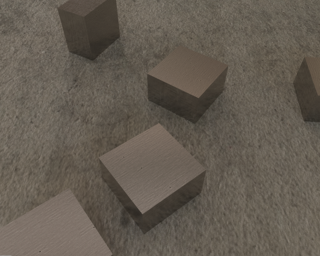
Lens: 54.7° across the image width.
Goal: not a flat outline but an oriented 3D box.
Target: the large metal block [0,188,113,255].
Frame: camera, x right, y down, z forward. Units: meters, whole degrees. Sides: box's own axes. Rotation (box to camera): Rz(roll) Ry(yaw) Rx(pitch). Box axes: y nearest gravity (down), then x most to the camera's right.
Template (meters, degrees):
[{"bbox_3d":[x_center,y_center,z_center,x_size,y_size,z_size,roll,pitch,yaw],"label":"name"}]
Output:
[{"bbox_3d":[-0.097,0.118,0.287,0.081,0.050,0.080,-30,57,-23],"label":"large metal block"}]

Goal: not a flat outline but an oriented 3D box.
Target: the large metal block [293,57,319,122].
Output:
[{"bbox_3d":[0.244,-0.053,0.435,0.080,0.050,0.080,4,50,3],"label":"large metal block"}]

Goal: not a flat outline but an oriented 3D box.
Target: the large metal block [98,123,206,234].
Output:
[{"bbox_3d":[-0.009,0.053,0.342,0.081,0.050,0.080,-30,57,-23],"label":"large metal block"}]

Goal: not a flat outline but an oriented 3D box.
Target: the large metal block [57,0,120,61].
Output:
[{"bbox_3d":[-0.113,-0.172,0.511,0.050,0.080,0.080,23,54,18],"label":"large metal block"}]

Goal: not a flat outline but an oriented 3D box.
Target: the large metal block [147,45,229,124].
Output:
[{"bbox_3d":[0.039,-0.064,0.441,0.080,0.050,0.080,29,56,21],"label":"large metal block"}]
